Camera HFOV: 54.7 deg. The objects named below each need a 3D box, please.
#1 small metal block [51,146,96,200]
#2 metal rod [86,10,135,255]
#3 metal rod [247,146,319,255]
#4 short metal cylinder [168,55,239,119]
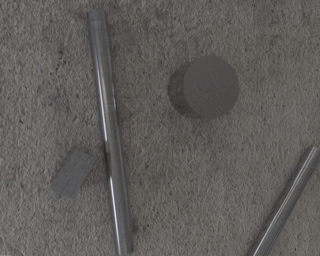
[{"bbox_3d":[-0.101,0.050,0.358,0.025,0.050,0.050,30,80,-18],"label":"small metal block"},{"bbox_3d":[-0.061,0.007,0.386,0.025,0.025,0.298,-7,93,-20],"label":"metal rod"},{"bbox_3d":[0.168,0.158,0.471,0.025,0.025,0.300,38,78,-16],"label":"metal rod"},{"bbox_3d":[0.058,-0.053,0.417,0.081,0.050,0.079,0,90,-20],"label":"short metal cylinder"}]
